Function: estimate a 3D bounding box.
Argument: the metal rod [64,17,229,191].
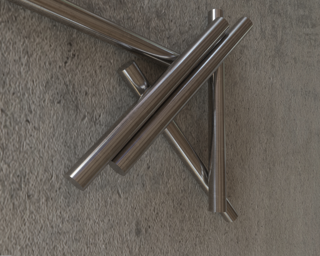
[{"bbox_3d":[0.002,-0.047,0.374,0.301,0.025,0.025,-50,120,-28],"label":"metal rod"}]

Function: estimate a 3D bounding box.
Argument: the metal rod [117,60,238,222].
[{"bbox_3d":[0.037,0.034,0.438,0.025,0.025,0.299,-51,120,-28],"label":"metal rod"}]

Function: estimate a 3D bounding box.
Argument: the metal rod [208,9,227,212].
[{"bbox_3d":[0.084,-0.031,0.457,0.025,0.025,0.298,9,79,-40],"label":"metal rod"}]

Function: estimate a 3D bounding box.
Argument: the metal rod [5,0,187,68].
[{"bbox_3d":[-0.052,-0.109,0.362,0.302,0.025,0.025,14,81,-39],"label":"metal rod"}]

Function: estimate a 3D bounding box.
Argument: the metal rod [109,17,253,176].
[{"bbox_3d":[0.041,-0.057,0.405,0.301,0.025,0.025,-49,119,-27],"label":"metal rod"}]
